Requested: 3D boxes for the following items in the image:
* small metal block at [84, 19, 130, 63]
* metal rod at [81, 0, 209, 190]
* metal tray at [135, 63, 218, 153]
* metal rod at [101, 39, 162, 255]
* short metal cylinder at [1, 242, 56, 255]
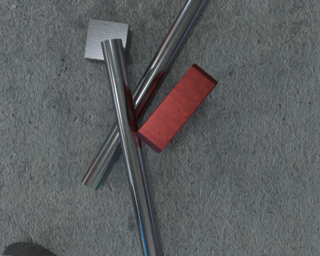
[{"bbox_3d":[-0.069,-0.112,0.409,0.050,0.025,0.050,7,90,-1],"label":"small metal block"},{"bbox_3d":[-0.017,-0.054,0.409,0.025,0.025,0.299,30,90,-1],"label":"metal rod"},{"bbox_3d":[0.016,-0.019,0.358,0.030,0.130,0.090,40,90,-1],"label":"metal tray"},{"bbox_3d":[-0.032,0.042,0.390,0.025,0.025,0.298,-10,98,0],"label":"metal rod"},{"bbox_3d":[-0.165,0.187,0.380,0.080,0.080,0.050,32,90,-1],"label":"short metal cylinder"}]
